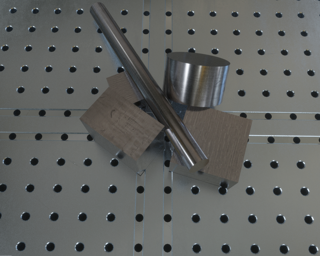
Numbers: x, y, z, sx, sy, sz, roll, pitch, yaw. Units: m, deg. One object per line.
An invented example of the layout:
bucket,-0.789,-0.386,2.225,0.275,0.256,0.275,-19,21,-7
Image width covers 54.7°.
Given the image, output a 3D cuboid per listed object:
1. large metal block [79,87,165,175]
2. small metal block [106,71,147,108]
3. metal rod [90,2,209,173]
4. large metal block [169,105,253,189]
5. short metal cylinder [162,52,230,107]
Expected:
large metal block,-0.042,0.007,0.379,0.080,0.080,0.050,35,74,11
small metal block,-0.040,-0.052,0.431,0.050,0.025,0.050,-23,72,-9
metal rod,-0.027,-0.071,0.405,0.025,0.025,0.299,-26,61,-10
large metal block,0.062,0.023,0.390,0.080,0.050,0.080,17,71,5
short metal cylinder,0.045,-0.065,0.400,0.080,0.080,0.050,8,114,2
